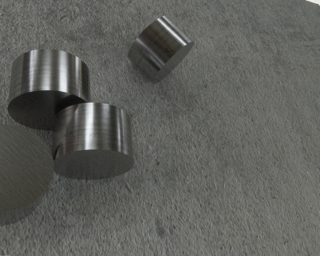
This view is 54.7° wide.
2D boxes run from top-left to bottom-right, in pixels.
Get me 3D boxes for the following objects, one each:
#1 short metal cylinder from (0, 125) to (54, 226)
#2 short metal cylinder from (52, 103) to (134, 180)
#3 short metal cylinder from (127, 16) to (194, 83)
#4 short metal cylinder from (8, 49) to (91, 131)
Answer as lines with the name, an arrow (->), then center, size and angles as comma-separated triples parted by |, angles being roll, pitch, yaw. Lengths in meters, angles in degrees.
short metal cylinder -> -0.143, 0.044, 0.284 | 0.081, 0.050, 0.080 | 14, 56, -21
short metal cylinder -> -0.069, 0.016, 0.321 | 0.081, 0.080, 0.050 | 7, 59, -25
short metal cylinder -> 0.001, -0.108, 0.435 | 0.050, 0.080, 0.080 | 46, 51, 3
short metal cylinder -> -0.115, -0.038, 0.329 | 0.081, 0.080, 0.050 | 5, 60, -26
